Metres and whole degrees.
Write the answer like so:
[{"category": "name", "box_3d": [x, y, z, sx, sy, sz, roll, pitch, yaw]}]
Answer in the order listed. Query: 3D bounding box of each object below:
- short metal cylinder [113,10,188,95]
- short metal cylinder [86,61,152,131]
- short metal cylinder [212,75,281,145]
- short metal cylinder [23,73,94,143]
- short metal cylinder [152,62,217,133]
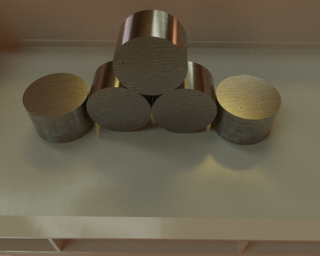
[{"category": "short metal cylinder", "box_3d": [-0.010, -0.083, 0.347, 0.080, 0.080, 0.050, 1, 50, 1]}, {"category": "short metal cylinder", "box_3d": [-0.050, -0.040, 0.400, 0.080, 0.080, 0.050, 1, 50, 1]}, {"category": "short metal cylinder", "box_3d": [0.111, -0.025, 0.408, 0.080, 0.050, 0.080, 0, 50, 0]}, {"category": "short metal cylinder", "box_3d": [-0.131, -0.027, 0.409, 0.080, 0.050, 0.080, 0, 50, 0]}, {"category": "short metal cylinder", "box_3d": [0.031, -0.038, 0.399, 0.080, 0.080, 0.050, 1, 50, 1]}]
